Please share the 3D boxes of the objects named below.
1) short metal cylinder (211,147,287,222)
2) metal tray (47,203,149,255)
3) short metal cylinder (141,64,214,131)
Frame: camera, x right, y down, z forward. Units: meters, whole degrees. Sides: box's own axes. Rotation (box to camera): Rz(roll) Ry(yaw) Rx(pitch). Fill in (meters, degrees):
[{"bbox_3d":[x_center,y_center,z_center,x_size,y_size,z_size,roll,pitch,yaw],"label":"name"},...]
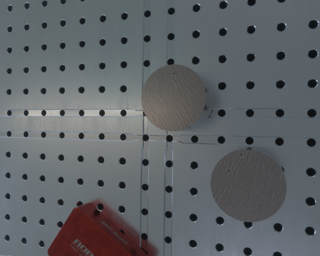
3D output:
[{"bbox_3d":[0.104,0.063,0.363,0.080,0.050,0.079,0,90,20],"label":"short metal cylinder"},{"bbox_3d":[-0.088,0.183,0.441,0.130,0.030,0.090,36,101,16],"label":"metal tray"},{"bbox_3d":[0.023,-0.036,0.391,0.080,0.050,0.079,0,90,20],"label":"short metal cylinder"}]
